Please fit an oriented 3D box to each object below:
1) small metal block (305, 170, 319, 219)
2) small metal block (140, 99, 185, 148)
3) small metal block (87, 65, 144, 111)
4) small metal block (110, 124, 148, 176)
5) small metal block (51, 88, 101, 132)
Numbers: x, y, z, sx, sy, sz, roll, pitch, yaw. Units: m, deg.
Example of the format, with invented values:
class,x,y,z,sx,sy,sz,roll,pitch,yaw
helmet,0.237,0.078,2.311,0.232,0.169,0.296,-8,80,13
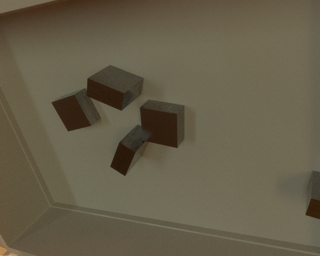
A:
class,x,y,z,sx,sy,sz,roll,pitch,yaw
small metal block,0.191,0.077,0.340,0.050,0.050,0.025,14,124,21
small metal block,0.004,-0.006,0.403,0.050,0.025,0.050,11,123,22
small metal block,-0.056,-0.052,0.390,0.050,0.050,0.025,23,127,14
small metal block,-0.040,0.031,0.432,0.025,0.050,0.050,32,129,8
small metal block,-0.124,-0.026,0.458,0.050,0.025,0.050,-12,113,33
